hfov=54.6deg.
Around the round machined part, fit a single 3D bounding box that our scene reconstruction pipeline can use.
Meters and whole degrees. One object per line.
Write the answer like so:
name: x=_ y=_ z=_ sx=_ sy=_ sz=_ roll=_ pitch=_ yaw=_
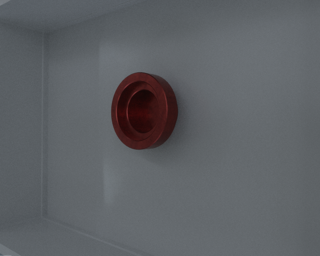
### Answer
round machined part: x=-0.016 y=-0.021 z=0.406 sx=0.098 sy=0.042 sz=0.097 roll=0 pitch=90 yaw=40
